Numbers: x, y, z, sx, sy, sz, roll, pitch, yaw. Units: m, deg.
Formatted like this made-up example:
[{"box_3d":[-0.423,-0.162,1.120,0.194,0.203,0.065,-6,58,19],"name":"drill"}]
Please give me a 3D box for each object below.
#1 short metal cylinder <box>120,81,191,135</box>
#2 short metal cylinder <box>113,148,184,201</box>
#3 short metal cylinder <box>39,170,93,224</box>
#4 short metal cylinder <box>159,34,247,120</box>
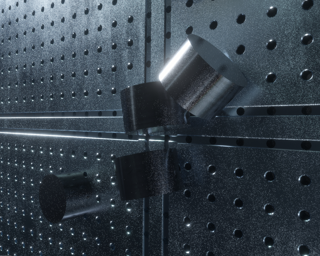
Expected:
[{"box_3d":[-0.005,-0.022,0.376,0.080,0.081,0.050,-12,83,39],"name":"short metal cylinder"},{"box_3d":[-0.014,0.057,0.383,0.080,0.081,0.050,-17,80,38],"name":"short metal cylinder"},{"box_3d":[-0.159,0.114,0.521,0.080,0.050,0.079,0,90,39],"name":"short metal cylinder"},{"box_3d":[0.046,-0.055,0.334,0.050,0.081,0.080,-48,62,29],"name":"short metal cylinder"}]
